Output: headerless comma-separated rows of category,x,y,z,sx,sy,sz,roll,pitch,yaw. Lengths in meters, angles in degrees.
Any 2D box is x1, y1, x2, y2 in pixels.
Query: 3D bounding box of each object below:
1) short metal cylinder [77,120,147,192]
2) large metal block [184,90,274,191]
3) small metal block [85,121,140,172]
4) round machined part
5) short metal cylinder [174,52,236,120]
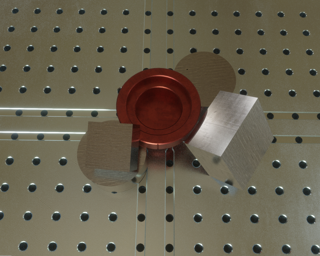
short metal cylinder,-0.056,0.036,0.384,0.081,0.050,0.080,0,70,0
large metal block,0.086,0.015,0.371,0.050,0.080,0.080,20,67,43
small metal block,-0.051,0.019,0.338,0.050,0.025,0.050,4,89,14
round machined part,-0.002,-0.020,0.379,0.099,0.042,0.098,0,70,0
short metal cylinder,0.057,-0.055,0.419,0.081,0.050,0.080,0,70,0
